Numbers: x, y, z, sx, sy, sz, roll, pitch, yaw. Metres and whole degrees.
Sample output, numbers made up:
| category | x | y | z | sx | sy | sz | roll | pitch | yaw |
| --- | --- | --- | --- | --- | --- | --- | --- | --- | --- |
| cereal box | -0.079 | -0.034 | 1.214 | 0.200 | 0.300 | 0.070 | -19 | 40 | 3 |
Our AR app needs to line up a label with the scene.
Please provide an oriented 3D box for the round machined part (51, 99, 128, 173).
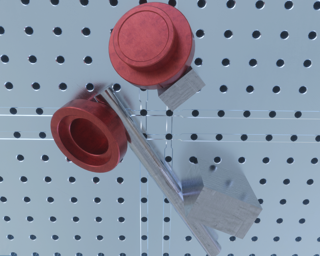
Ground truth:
| category | x | y | z | sx | sy | sz | roll | pitch | yaw |
| --- | --- | --- | --- | --- | --- | --- | --- | --- | --- |
| round machined part | -0.084 | 0.006 | 0.392 | 0.098 | 0.042 | 0.097 | 14 | 128 | 19 |

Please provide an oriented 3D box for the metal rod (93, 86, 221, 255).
| category | x | y | z | sx | sy | sz | roll | pitch | yaw |
| --- | --- | --- | --- | --- | --- | --- | --- | --- | --- |
| metal rod | 0.005 | 0.072 | 0.439 | 0.025 | 0.025 | 0.299 | -31 | 108 | 10 |

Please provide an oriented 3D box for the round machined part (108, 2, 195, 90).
| category | x | y | z | sx | sy | sz | roll | pitch | yaw |
| --- | --- | --- | --- | --- | --- | --- | --- | --- | --- |
| round machined part | -0.013 | -0.095 | 0.346 | 0.098 | 0.042 | 0.097 | -2 | 83 | 15 |

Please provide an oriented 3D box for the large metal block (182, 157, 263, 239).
| category | x | y | z | sx | sy | sz | roll | pitch | yaw |
| --- | --- | --- | --- | --- | --- | --- | --- | --- | --- |
| large metal block | 0.079 | 0.092 | 0.419 | 0.080 | 0.080 | 0.050 | 23 | 109 | -8 |

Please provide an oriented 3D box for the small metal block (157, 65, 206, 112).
| category | x | y | z | sx | sy | sz | roll | pitch | yaw |
| --- | --- | --- | --- | --- | --- | --- | --- | --- | --- |
| small metal block | 0.024 | -0.053 | 0.380 | 0.050 | 0.050 | 0.025 | -38 | 111 | 13 |
